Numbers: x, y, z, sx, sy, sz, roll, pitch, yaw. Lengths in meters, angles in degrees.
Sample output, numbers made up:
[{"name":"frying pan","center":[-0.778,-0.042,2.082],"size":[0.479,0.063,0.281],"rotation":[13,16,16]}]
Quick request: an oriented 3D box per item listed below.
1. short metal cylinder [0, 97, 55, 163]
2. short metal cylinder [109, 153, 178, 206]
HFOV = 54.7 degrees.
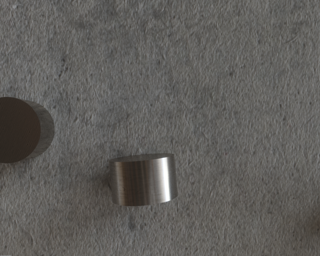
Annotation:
[{"name":"short metal cylinder","center":[-0.183,0.002,0.395],"size":[0.081,0.050,0.079],"rotation":[0,90,-1]},{"name":"short metal cylinder","center":[-0.020,0.061,0.382],"size":[0.081,0.080,0.050],"rotation":[-5,90,-1]}]
